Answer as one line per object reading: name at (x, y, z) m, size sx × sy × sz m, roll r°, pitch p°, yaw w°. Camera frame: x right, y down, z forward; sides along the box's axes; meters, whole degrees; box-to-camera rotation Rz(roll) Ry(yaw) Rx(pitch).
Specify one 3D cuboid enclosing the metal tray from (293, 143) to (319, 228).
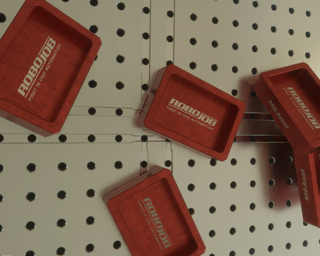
metal tray at (0.256, 0.075, 0.471) m, size 0.091 × 0.030 × 0.129 m, roll -11°, pitch 94°, yaw -18°

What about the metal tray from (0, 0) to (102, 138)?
metal tray at (-0.129, -0.066, 0.336) m, size 0.090 × 0.030 × 0.130 m, roll 31°, pitch 65°, yaw -28°

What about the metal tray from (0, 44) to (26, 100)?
metal tray at (-0.216, -0.075, 0.330) m, size 0.090 × 0.030 × 0.130 m, roll -32°, pitch 100°, yaw -17°

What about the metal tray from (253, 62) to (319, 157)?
metal tray at (0.208, -0.031, 0.452) m, size 0.091 × 0.030 × 0.130 m, roll -16°, pitch 64°, yaw -19°

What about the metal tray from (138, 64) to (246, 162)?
metal tray at (0.046, -0.018, 0.426) m, size 0.131 × 0.030 × 0.090 m, roll 25°, pitch 82°, yaw -19°

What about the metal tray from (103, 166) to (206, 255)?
metal tray at (-0.006, 0.127, 0.407) m, size 0.091 × 0.030 × 0.130 m, roll -27°, pitch 99°, yaw -18°

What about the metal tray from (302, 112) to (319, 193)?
metal tray at (0.290, 0.036, 0.516) m, size 0.091 × 0.030 × 0.129 m, roll -9°, pitch 93°, yaw -20°
